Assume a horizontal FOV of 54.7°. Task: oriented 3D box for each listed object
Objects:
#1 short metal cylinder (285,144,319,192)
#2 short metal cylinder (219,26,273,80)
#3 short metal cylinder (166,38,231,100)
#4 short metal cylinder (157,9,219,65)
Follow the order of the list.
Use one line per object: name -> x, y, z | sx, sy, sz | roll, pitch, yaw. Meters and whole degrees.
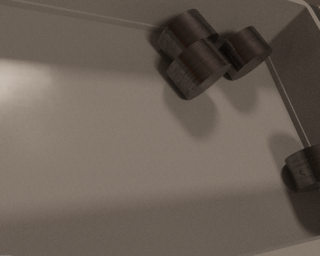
short metal cylinder -> 0.237, 0.060, 0.464 | 0.081, 0.080, 0.050 | 1, 61, -28
short metal cylinder -> 0.141, -0.125, 0.526 | 0.081, 0.080, 0.050 | -25, 76, -37
short metal cylinder -> 0.056, -0.085, 0.455 | 0.081, 0.080, 0.050 | -32, 80, -38
short metal cylinder -> 0.043, -0.135, 0.478 | 0.081, 0.080, 0.050 | -32, 80, -38
